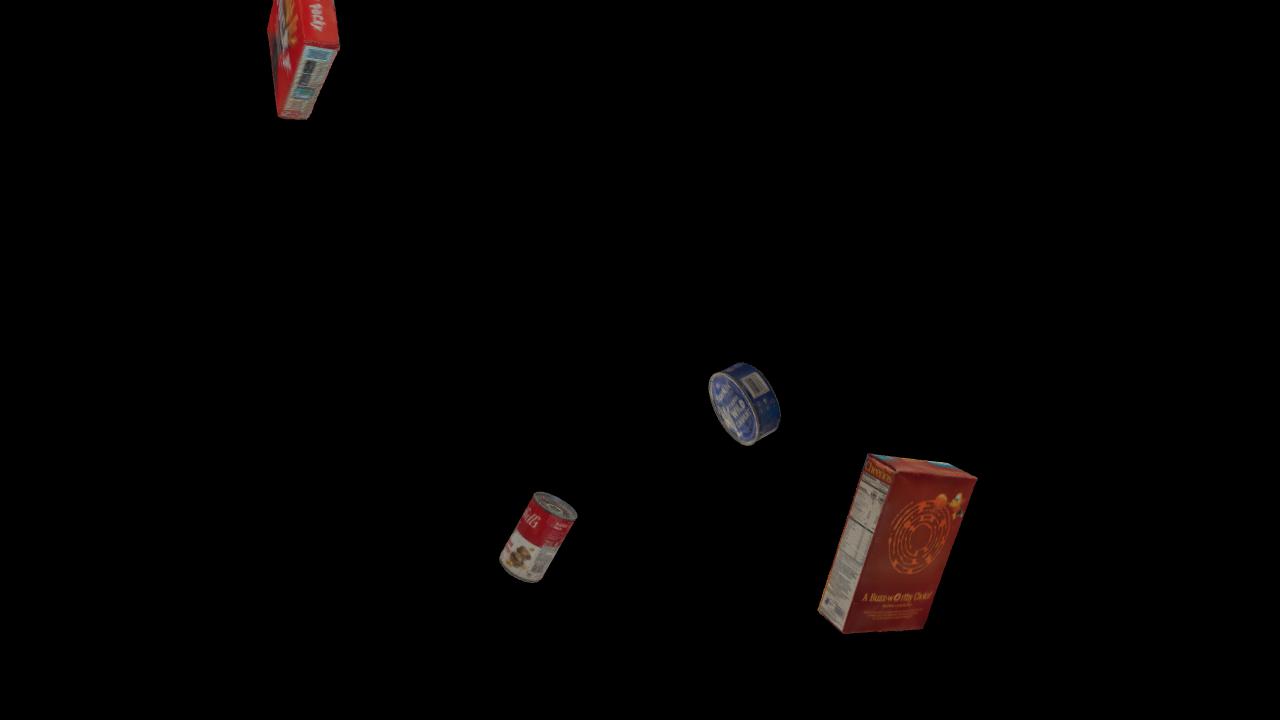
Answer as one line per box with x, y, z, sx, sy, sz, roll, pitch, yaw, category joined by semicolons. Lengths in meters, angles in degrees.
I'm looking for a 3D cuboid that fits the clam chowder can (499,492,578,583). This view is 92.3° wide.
-0.139;0.241;0.837;0.068;0.102;0.068;29;3;-2;clam chowder can

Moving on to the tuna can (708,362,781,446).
0.110;0.045;0.650;0.034;0.084;0.084;-25;9;-20;tuna can

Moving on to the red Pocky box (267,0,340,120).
-0.278;-0.265;0.502;0.028;0.083;0.155;-7;1;-36;red Pocky box

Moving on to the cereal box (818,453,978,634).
0.450;0.322;1.079;0.203;0.306;0.081;9;10;-26;cereal box
